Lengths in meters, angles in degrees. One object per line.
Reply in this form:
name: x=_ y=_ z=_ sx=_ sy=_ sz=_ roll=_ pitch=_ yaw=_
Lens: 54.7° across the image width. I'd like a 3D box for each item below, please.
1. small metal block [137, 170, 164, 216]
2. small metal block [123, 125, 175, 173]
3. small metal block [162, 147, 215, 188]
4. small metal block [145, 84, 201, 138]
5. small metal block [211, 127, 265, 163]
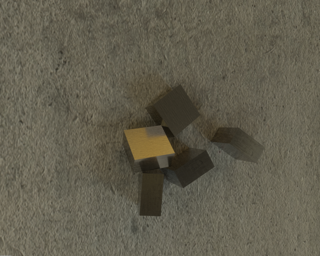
small metal block: x=-0.013 y=0.078 z=0.388 sx=0.025 sy=0.050 sz=0.050 roll=4 pitch=90 yaw=-8
small metal block: x=-0.015 y=0.025 z=0.388 sx=0.050 sy=0.050 sz=0.025 roll=-8 pitch=136 yaw=-20
small metal block: x=0.035 y=0.051 z=0.409 sx=0.050 sy=0.050 sz=0.025 roll=-31 pitch=100 yaw=-17
small metal block: x=0.017 y=-0.022 z=0.412 sx=0.050 sy=0.025 sz=0.050 roll=-40 pitch=103 yaw=-25
small metal block: x=0.108 y=0.023 z=0.436 sx=0.050 sy=0.050 sz=0.025 roll=34 pitch=79 yaw=-17
